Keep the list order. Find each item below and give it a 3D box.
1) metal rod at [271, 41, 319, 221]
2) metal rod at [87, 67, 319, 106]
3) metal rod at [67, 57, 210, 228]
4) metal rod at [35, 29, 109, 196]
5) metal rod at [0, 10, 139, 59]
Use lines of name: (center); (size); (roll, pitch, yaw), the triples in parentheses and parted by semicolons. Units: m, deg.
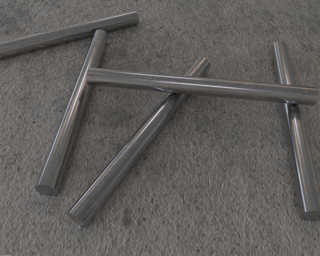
metal rod: (0.180, -0.021, 0.421); (0.025, 0.025, 0.300); (6, 50, 5)
metal rod: (0.052, -0.056, 0.416); (0.302, 0.025, 0.025); (6, 50, 4)
metal rod: (-0.009, -0.003, 0.405); (0.025, 0.025, 0.301); (25, 54, 19)
metal rod: (-0.114, -0.045, 0.440); (0.025, 0.025, 0.300); (4, 50, 3)
metal rod: (-0.180, -0.156, 0.532); (0.302, 0.025, 0.025); (-20, 53, -16)
